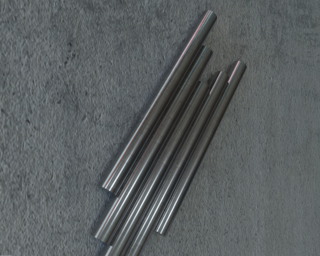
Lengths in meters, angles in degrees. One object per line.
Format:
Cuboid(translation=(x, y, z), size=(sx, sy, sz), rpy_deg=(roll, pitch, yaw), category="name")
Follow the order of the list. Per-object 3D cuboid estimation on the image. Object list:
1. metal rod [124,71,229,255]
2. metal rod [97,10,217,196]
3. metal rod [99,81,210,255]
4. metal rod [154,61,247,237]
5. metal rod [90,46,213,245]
Cuboid(translation=(0.029, 0.039, 0.433), size=(0.025, 0.025, 0.300), rpy_deg=(44, 64, -32), category="metal rod")
Cuboid(translation=(0.007, -0.049, 0.414), size=(0.025, 0.025, 0.300), rpy_deg=(44, 64, -32), category="metal rod")
Cuboid(translation=(-0.006, 0.059, 0.403), size=(0.025, 0.025, 0.300), rpy_deg=(44, 63, -32), category="metal rod")
Cuboid(translation=(0.065, 0.017, 0.463), size=(0.025, 0.025, 0.300), rpy_deg=(44, 64, -32), category="metal rod")
Cuboid(translation=(0.000, 0.006, 0.408), size=(0.025, 0.025, 0.300), rpy_deg=(44, 63, -32), category="metal rod")
